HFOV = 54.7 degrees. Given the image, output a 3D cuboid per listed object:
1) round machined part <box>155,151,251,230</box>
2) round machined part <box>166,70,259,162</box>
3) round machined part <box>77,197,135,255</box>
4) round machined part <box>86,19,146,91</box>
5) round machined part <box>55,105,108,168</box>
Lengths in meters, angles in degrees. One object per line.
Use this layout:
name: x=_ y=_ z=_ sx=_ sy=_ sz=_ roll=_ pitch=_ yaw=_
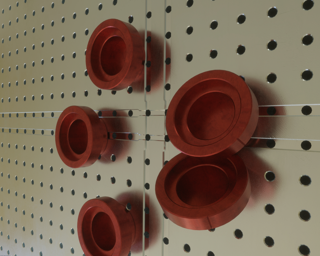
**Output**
round machined part: x=0.048 y=0.068 z=0.334 sx=0.098 sy=0.098 sz=0.042 roll=13 pitch=138 yaw=39
round machined part: x=0.059 y=-0.010 z=0.335 sx=0.098 sy=0.042 sz=0.098 roll=-16 pitch=61 yaw=30
round machined part: x=-0.076 y=0.150 z=0.458 sx=0.098 sy=0.042 sz=0.097 roll=0 pitch=90 yaw=39
round machined part: x=-0.059 y=-0.102 z=0.445 sx=0.098 sy=0.042 sz=0.097 roll=0 pitch=90 yaw=39
round machined part: x=-0.122 y=0.014 z=0.496 sx=0.098 sy=0.042 sz=0.097 roll=0 pitch=90 yaw=39
